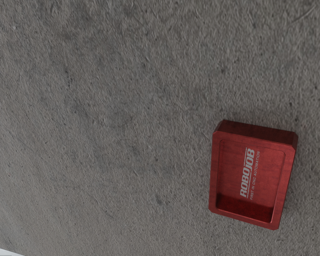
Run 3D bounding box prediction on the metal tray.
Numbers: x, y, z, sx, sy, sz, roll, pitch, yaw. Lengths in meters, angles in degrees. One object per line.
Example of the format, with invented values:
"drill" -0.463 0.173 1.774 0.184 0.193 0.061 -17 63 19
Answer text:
"metal tray" 0.110 0.059 0.382 0.090 0.030 0.129 11 123 22
